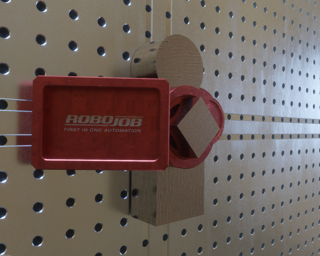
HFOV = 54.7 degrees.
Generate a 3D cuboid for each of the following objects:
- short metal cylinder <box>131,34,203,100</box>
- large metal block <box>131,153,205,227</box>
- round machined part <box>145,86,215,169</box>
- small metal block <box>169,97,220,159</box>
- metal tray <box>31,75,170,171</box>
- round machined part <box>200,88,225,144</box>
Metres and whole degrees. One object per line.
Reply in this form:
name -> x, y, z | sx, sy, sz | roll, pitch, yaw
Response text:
short metal cylinder -> 0.010, -0.075, 0.400 | 0.081, 0.050, 0.080 | 0, 90, -40
large metal block -> 0.011, 0.073, 0.398 | 0.081, 0.050, 0.080 | 1, 90, -40
round machined part -> 0.020, -0.001, 0.377 | 0.099, 0.042, 0.097 | 0, 90, -40
small metal block -> 0.037, -0.001, 0.360 | 0.050, 0.025, 0.050 | -49, 119, -29
metal tray -> -0.057, -0.004, 0.311 | 0.131, 0.030, 0.089 | 1, 89, -3
round machined part -> 0.055, -0.010, 0.442 | 0.099, 0.042, 0.097 | 0, 90, -40
